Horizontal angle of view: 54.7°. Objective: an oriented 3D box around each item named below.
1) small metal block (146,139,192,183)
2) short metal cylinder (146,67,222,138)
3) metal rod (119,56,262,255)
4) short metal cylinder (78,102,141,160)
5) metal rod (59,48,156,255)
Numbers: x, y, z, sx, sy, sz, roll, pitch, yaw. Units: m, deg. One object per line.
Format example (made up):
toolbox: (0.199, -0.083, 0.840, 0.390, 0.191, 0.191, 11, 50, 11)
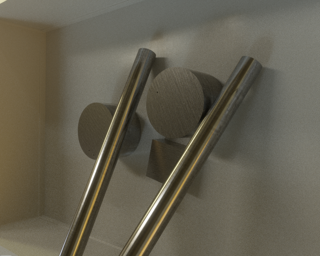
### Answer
small metal block: (0.013, 0.044, 0.395, 0.050, 0.025, 0.050, 17, 101, 38)
short metal cylinder: (0.031, -0.028, 0.364, 0.080, 0.050, 0.079, 0, 90, 39)
metal rod: (0.017, 0.057, 0.313, 0.025, 0.025, 0.299, 28, 83, 36)
short metal cylinder: (-0.074, 0.004, 0.449, 0.080, 0.050, 0.079, 0, 90, 39)
metal rod: (-0.064, 0.035, 0.384, 0.025, 0.025, 0.299, 7, 71, 39)
